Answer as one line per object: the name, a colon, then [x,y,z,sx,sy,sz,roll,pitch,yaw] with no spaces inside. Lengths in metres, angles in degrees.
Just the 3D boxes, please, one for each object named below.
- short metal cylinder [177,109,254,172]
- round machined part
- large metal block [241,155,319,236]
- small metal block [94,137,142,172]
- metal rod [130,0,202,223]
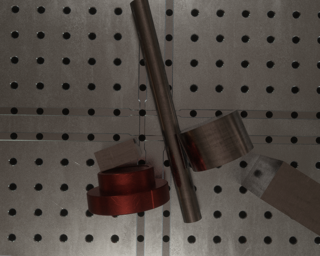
short metal cylinder: [0.068,0.015,0.387,0.080,0.080,0.050,-23,90,0]
round machined part: [-0.039,0.071,0.376,0.099,0.098,0.042,-7,90,0]
large metal block: [0.160,0.079,0.388,0.080,0.080,0.050,32,90,-1]
small metal block: [-0.052,0.033,0.400,0.050,0.050,0.025,-20,90,0]
metal rod: [0.008,-0.022,0.413,0.025,0.025,0.298,-14,90,0]
